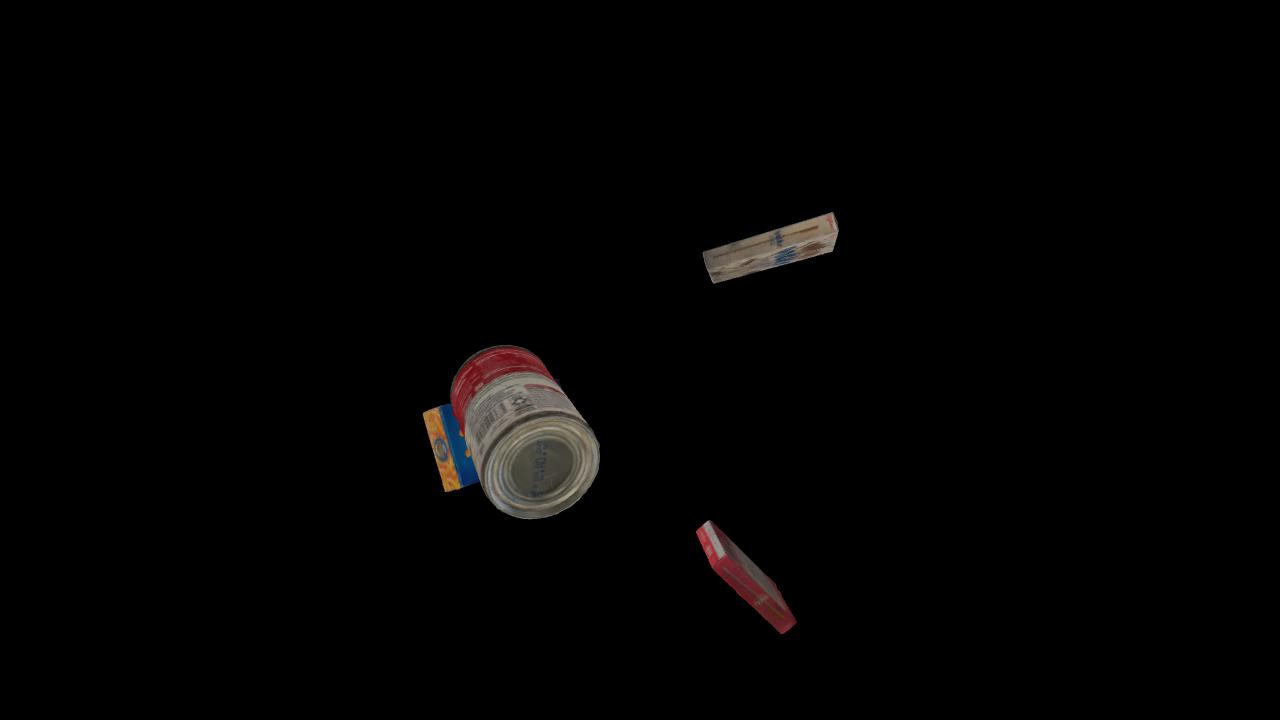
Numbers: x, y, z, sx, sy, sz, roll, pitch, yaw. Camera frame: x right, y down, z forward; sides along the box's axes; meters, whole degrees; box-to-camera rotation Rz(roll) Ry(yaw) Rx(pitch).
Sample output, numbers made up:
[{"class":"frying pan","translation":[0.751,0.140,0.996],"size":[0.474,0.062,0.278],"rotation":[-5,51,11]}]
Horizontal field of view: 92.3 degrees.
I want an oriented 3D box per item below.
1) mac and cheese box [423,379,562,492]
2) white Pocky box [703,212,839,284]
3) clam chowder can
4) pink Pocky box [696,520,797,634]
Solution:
[{"class":"mac and cheese box","translation":[-0.158,0.083,0.727],"size":[0.041,0.093,0.184],"rotation":[-18,-4,37]},{"class":"white Pocky box","translation":[0.155,-0.131,0.738],"size":[0.154,0.028,0.084],"rotation":[-15,-8,11]},{"class":"clam chowder can","translation":[-0.072,0.040,0.370],"size":[0.068,0.068,0.102],"rotation":[0,21,-27]},{"class":"pink Pocky box","translation":[0.140,0.288,0.818],"size":[0.029,0.155,0.084],"rotation":[-42,19,5]}]
